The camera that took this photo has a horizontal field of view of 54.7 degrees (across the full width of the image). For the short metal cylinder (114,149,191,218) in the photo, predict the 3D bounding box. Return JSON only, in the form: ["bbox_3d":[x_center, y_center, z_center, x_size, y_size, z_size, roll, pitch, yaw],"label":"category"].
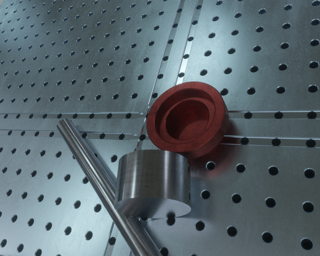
[{"bbox_3d":[-0.007,0.063,0.337,0.080,0.080,0.050,-11,57,22],"label":"short metal cylinder"}]

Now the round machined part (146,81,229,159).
[{"bbox_3d":[0.036,-0.006,0.381,0.098,0.042,0.098,-13,56,20],"label":"round machined part"}]

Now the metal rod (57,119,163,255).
[{"bbox_3d":[-0.068,0.079,0.393,0.025,0.025,0.300,-43,51,-2],"label":"metal rod"}]
